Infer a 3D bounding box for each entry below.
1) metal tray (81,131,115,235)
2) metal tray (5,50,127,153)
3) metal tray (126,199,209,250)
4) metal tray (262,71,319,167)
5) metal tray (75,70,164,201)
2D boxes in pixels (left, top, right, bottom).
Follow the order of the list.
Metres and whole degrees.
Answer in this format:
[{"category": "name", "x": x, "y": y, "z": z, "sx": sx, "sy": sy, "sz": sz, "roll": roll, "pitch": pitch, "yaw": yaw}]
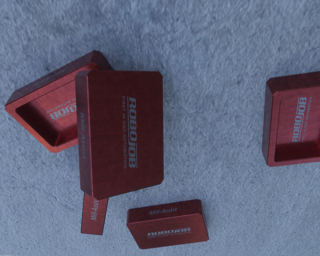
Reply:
[{"category": "metal tray", "x": -0.083, "y": 0.074, "z": 0.426, "sx": 0.030, "sy": 0.090, "sz": 0.129, "roll": 9, "pitch": 130, "yaw": -8}, {"category": "metal tray", "x": -0.106, "y": -0.027, "z": 0.379, "sx": 0.130, "sy": 0.030, "sz": 0.090, "roll": -22, "pitch": 127, "yaw": 17}, {"category": "metal tray", "x": 0.016, "y": 0.174, "z": 0.553, "sx": 0.131, "sy": 0.030, "sz": 0.090, "roll": -11, "pitch": 130, "yaw": 8}, {"category": "metal tray", "x": 0.184, "y": -0.008, "z": 0.400, "sx": 0.090, "sy": 0.030, "sz": 0.129, "roll": -8, "pitch": 130, "yaw": 6}, {"category": "metal tray", "x": -0.041, "y": 0.004, "z": 0.337, "sx": 0.091, "sy": 0.030, "sz": 0.129, "roll": -7, "pitch": 100, "yaw": -37}]
